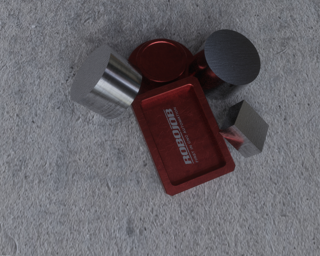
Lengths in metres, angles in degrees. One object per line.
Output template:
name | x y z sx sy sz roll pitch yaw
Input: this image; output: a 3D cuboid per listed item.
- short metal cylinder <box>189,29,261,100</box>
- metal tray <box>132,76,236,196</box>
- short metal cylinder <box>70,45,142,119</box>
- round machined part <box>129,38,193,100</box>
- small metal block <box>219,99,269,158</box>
short metal cylinder | 0.086 -0.084 0.416 0.081 0.050 0.080 6 71 -17
metal tray | 0.027 0.009 0.392 0.091 0.030 0.129 -21 81 -8
short metal cylinder | -0.069 -0.057 0.394 0.050 0.080 0.080 32 66 -36
round machined part | 0.002 -0.085 0.432 0.099 0.042 0.098 0 70 0
small metal block | 0.107 0.001 0.391 0.050 0.025 0.050 43 49 -13
